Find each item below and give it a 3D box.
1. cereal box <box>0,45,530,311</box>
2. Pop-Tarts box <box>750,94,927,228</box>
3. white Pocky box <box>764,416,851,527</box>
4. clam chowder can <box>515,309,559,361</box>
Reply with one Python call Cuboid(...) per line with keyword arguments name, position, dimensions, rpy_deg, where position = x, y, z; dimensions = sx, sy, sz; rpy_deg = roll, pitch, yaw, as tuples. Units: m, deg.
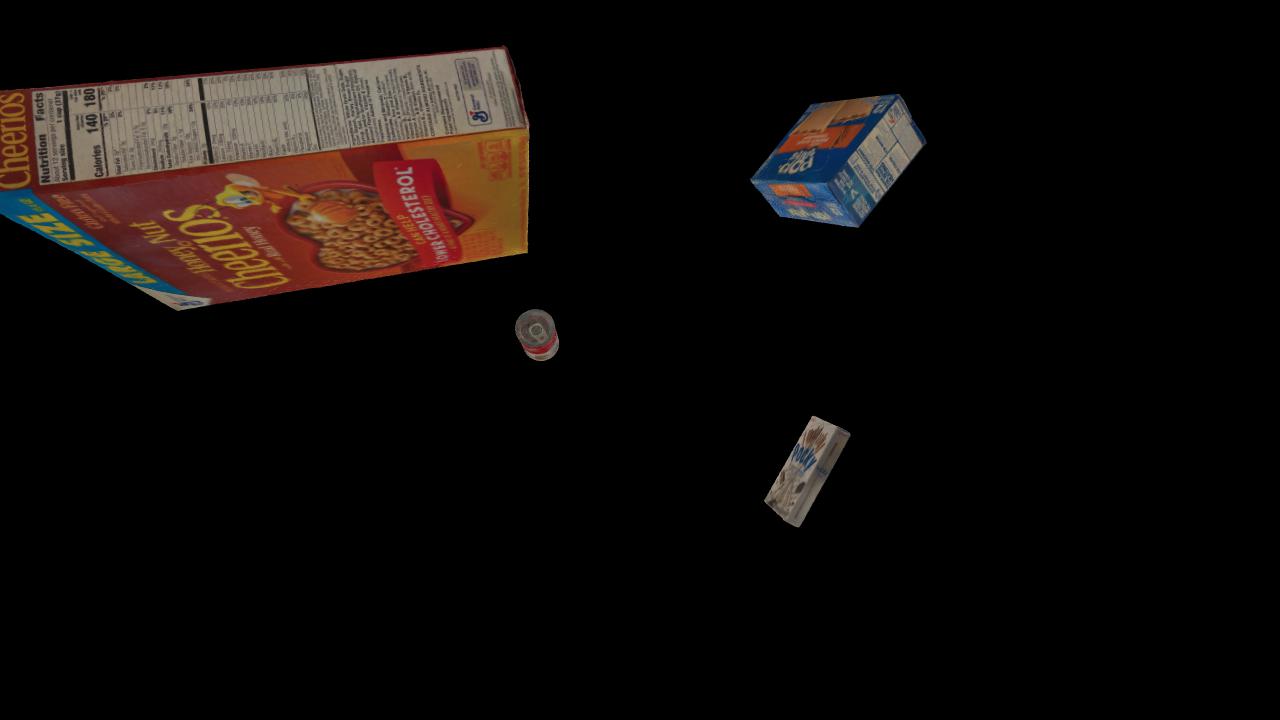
Cuboid(name="cereal box", position=(-0.240, -0.124, 0.463), dimensions=(0.306, 0.081, 0.203), rpy_deg=(-13, -11, -14))
Cuboid(name="Pop-Tarts box", position=(0.252, -0.260, 0.806), dimensions=(0.083, 0.141, 0.167), rpy_deg=(39, -1, -28))
Cuboid(name="white Pocky box", position=(0.244, 0.161, 0.902), dimensions=(0.028, 0.154, 0.084), rpy_deg=(29, 1, -12))
Cuboid(name="clam chowder can", position=(-0.179, -0.042, 1.086), dimensions=(0.068, 0.068, 0.102), rpy_deg=(0, -14, -2))
